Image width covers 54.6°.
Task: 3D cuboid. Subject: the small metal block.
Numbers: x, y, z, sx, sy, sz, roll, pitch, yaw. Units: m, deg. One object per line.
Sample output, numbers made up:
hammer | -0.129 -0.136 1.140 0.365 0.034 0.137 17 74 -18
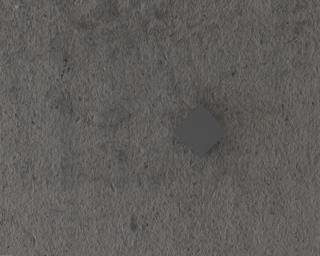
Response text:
small metal block | 0.052 0.004 0.410 0.050 0.025 0.050 -44 90 0
